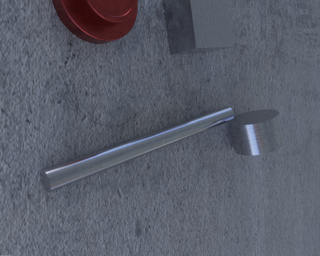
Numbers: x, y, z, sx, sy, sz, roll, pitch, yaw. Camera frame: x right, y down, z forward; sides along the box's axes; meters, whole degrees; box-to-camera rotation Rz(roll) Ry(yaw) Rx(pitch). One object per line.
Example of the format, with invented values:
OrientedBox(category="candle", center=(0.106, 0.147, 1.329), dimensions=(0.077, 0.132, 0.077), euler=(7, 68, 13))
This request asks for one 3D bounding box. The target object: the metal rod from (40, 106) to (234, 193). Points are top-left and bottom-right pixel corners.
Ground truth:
OrientedBox(category="metal rod", center=(-0.003, 0.015, 0.404), dimensions=(0.302, 0.025, 0.025), euler=(-19, 102, -39))

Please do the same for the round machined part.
OrientedBox(category="round machined part", center=(-0.064, -0.146, 0.341), dimensions=(0.099, 0.042, 0.097), euler=(0, 90, -40))

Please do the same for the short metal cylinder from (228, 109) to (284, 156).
OrientedBox(category="short metal cylinder", center=(0.155, 0.006, 0.502), dimensions=(0.081, 0.080, 0.050), euler=(-26, 107, -37))

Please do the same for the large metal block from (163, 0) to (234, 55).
OrientedBox(category="large metal block", center=(0.055, -0.149, 0.436), dimensions=(0.081, 0.050, 0.079), euler=(-14, 99, -39))
